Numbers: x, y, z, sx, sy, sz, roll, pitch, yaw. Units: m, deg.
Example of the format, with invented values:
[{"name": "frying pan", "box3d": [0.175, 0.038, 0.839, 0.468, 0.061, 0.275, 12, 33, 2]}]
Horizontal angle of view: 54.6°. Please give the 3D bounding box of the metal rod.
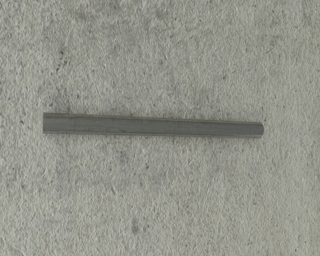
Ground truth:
[{"name": "metal rod", "box3d": [0.006, -0.001, 0.412, 0.302, 0.025, 0.025, 2, 90, -20]}]
